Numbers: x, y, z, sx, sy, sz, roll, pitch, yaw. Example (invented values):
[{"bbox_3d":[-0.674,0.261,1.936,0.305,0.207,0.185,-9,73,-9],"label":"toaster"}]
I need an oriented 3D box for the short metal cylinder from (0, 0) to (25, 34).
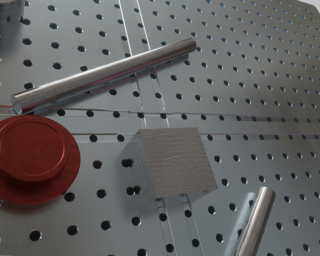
[{"bbox_3d":[-0.209,-0.163,0.379,0.081,0.050,0.080,14,56,-21],"label":"short metal cylinder"}]

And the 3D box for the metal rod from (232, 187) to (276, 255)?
[{"bbox_3d":[0.077,0.182,0.340,0.025,0.025,0.301,40,51,-2],"label":"metal rod"}]

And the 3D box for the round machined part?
[{"bbox_3d":[-0.129,0.028,0.311,0.099,0.042,0.098,14,56,-21],"label":"round machined part"}]

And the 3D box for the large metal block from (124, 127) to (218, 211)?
[{"bbox_3d":[0.011,0.047,0.371,0.081,0.050,0.080,-2,63,-30],"label":"large metal block"}]

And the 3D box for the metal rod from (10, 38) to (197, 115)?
[{"bbox_3d":[-0.053,-0.083,0.431,0.302,0.025,0.025,-29,78,-38],"label":"metal rod"}]
